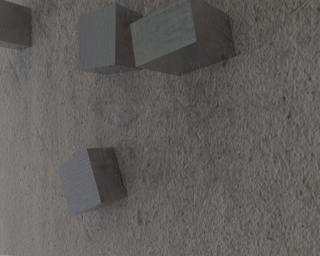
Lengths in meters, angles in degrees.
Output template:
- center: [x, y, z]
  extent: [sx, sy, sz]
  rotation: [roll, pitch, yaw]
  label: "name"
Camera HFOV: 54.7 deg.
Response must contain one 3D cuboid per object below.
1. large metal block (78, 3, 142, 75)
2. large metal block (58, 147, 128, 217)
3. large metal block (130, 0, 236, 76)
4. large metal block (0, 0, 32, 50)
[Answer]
- center: [-0.073, -0.124, 0.449]
  extent: [0.080, 0.050, 0.079]
  rotation: [2, 91, 40]
  label: "large metal block"
- center: [-0.104, 0.082, 0.475]
  extent: [0.080, 0.050, 0.080]
  rotation: [-30, 72, 36]
  label: "large metal block"
- center: [0.026, -0.098, 0.347]
  extent: [0.080, 0.081, 0.050]
  rotation: [-13, 82, 39]
  label: "large metal block"
- center: [-0.312, -0.208, 0.627]
  extent: [0.050, 0.081, 0.079]
  rotation: [1, 91, 40]
  label: "large metal block"
